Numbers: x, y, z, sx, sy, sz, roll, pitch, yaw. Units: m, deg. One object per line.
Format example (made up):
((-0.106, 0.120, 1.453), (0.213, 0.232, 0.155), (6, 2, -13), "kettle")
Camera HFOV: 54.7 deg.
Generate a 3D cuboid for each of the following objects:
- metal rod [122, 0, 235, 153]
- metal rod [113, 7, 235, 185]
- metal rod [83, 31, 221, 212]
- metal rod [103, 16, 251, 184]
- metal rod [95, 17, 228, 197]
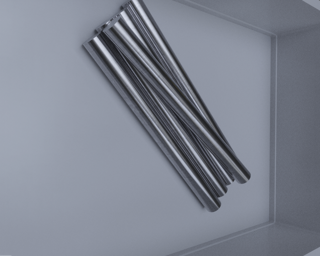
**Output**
((0.043, -0.046, 0.440), (0.025, 0.025, 0.300), (-51, 120, -28), "metal rod")
((0.030, -0.026, 0.430), (0.025, 0.025, 0.300), (-51, 120, -28), "metal rod")
((0.004, 0.010, 0.408), (0.025, 0.025, 0.300), (-51, 120, -28), "metal rod")
((0.039, -0.017, 0.404), (0.300, 0.025, 0.025), (46, 63, -30), "metal rod")
((0.016, -0.010, 0.418), (0.025, 0.025, 0.300), (-51, 120, -28), "metal rod")
